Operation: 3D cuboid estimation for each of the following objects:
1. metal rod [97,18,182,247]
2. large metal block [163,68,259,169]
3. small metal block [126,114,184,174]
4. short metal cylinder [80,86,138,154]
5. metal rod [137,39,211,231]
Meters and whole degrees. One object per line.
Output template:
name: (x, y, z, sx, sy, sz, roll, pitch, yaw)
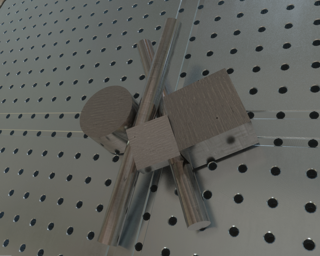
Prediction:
metal rod: (-0.021, -0.007, 0.393, 0.025, 0.025, 0.299, 7, 73, 31)
large metal block: (0.058, -0.011, 0.363, 0.080, 0.050, 0.080, -24, 53, 13)
small metal block: (-0.006, 0.019, 0.354, 0.050, 0.025, 0.050, -20, 69, 6)
short metal cylinder: (-0.062, -0.011, 0.427, 0.080, 0.050, 0.080, -13, 57, 20)
metal rod: (0.008, -0.015, 0.409, 0.025, 0.025, 0.299, -25, 53, 13)
